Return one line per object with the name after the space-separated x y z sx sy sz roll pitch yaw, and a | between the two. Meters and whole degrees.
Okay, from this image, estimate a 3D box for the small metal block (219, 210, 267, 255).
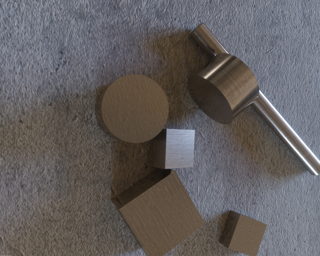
0.122 0.155 0.455 0.050 0.025 0.050 25 82 -19 | small metal block

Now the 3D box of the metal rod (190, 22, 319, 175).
0.153 -0.035 0.465 0.300 0.025 0.025 45 76 -15 | metal rod

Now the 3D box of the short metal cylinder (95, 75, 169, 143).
-0.036 -0.022 0.383 0.081 0.050 0.080 0 90 -20 | short metal cylinder

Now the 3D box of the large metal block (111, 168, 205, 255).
-0.003 0.106 0.395 0.080 0.050 0.080 -32 101 -17 | large metal block

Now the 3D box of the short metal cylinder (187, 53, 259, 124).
0.082 -0.051 0.410 0.050 0.080 0.080 -41 103 -15 | short metal cylinder

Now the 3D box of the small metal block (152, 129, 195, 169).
0.018 0.026 0.408 0.050 0.025 0.050 3 90 -40 | small metal block
